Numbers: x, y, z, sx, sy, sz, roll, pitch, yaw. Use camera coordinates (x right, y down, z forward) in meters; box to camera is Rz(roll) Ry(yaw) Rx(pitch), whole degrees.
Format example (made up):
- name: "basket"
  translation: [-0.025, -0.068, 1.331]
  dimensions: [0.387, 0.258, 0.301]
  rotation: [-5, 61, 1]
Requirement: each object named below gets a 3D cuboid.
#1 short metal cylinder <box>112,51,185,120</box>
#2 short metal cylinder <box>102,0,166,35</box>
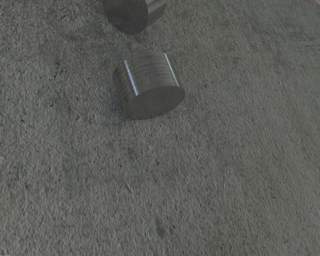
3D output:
- name: "short metal cylinder"
  translation: [-0.014, -0.051, 0.392]
  dimensions: [0.081, 0.080, 0.050]
  rotation: [-6, 65, -31]
- name: "short metal cylinder"
  translation: [-0.038, -0.188, 0.462]
  dimensions: [0.080, 0.080, 0.050]
  rotation: [41, 51, -1]
